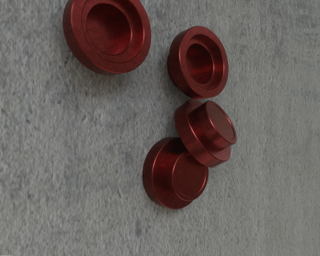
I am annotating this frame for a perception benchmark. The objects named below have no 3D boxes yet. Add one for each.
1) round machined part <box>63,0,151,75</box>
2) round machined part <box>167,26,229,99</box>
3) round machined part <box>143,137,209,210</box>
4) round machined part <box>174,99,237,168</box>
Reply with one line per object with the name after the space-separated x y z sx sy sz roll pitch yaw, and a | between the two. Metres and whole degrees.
-0.061 -0.107 0.344 0.099 0.042 0.097 0 90 -40 | round machined part
0.049 -0.088 0.434 0.099 0.042 0.097 4 83 -40 | round machined part
0.028 0.061 0.420 0.099 0.042 0.097 0 90 -40 | round machined part
0.068 0.001 0.424 0.098 0.042 0.098 36 35 -30 | round machined part
